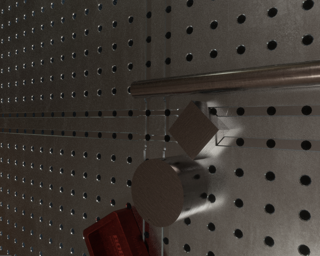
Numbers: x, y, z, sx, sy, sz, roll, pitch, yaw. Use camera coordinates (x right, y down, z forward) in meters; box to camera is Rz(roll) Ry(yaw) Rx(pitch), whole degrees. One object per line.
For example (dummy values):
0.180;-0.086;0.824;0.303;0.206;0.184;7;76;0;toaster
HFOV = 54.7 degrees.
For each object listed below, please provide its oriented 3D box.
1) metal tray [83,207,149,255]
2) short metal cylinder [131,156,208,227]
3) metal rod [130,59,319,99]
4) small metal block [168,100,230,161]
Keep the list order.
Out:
-0.058;0.194;0.451;0.090;0.030;0.130;-38;67;33;metal tray
0.011;0.076;0.382;0.080;0.050;0.079;0;90;39;short metal cylinder
0.083;-0.052;0.339;0.300;0.025;0.025;1;91;39;metal rod
0.045;0.003;0.371;0.050;0.025;0.050;51;120;27;small metal block
